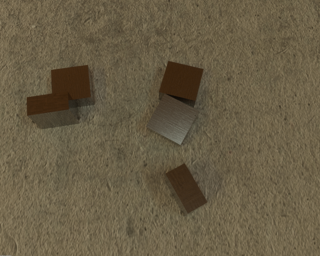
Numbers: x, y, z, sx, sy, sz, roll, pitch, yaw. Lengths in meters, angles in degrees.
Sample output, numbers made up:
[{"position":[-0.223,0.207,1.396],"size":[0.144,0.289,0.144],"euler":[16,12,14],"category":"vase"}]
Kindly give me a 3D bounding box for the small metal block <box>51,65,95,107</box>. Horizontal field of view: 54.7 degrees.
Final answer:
[{"position":[-0.120,-0.056,0.428],"size":[0.050,0.025,0.050],"euler":[-9,70,-3],"category":"small metal block"}]

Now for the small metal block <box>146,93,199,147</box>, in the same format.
[{"position":[0.017,-0.010,0.407],"size":[0.050,0.025,0.050],"euler":[28,82,9],"category":"small metal block"}]

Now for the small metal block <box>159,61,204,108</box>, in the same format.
[{"position":[0.029,-0.060,0.430],"size":[0.050,0.025,0.050],"euler":[14,70,5],"category":"small metal block"}]

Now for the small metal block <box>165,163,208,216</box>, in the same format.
[{"position":[0.029,0.075,0.368],"size":[0.025,0.050,0.050],"euler":[-27,73,-9],"category":"small metal block"}]

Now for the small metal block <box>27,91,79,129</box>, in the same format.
[{"position":[-0.137,-0.022,0.402],"size":[0.050,0.050,0.025],"euler":[-9,71,-3],"category":"small metal block"}]
